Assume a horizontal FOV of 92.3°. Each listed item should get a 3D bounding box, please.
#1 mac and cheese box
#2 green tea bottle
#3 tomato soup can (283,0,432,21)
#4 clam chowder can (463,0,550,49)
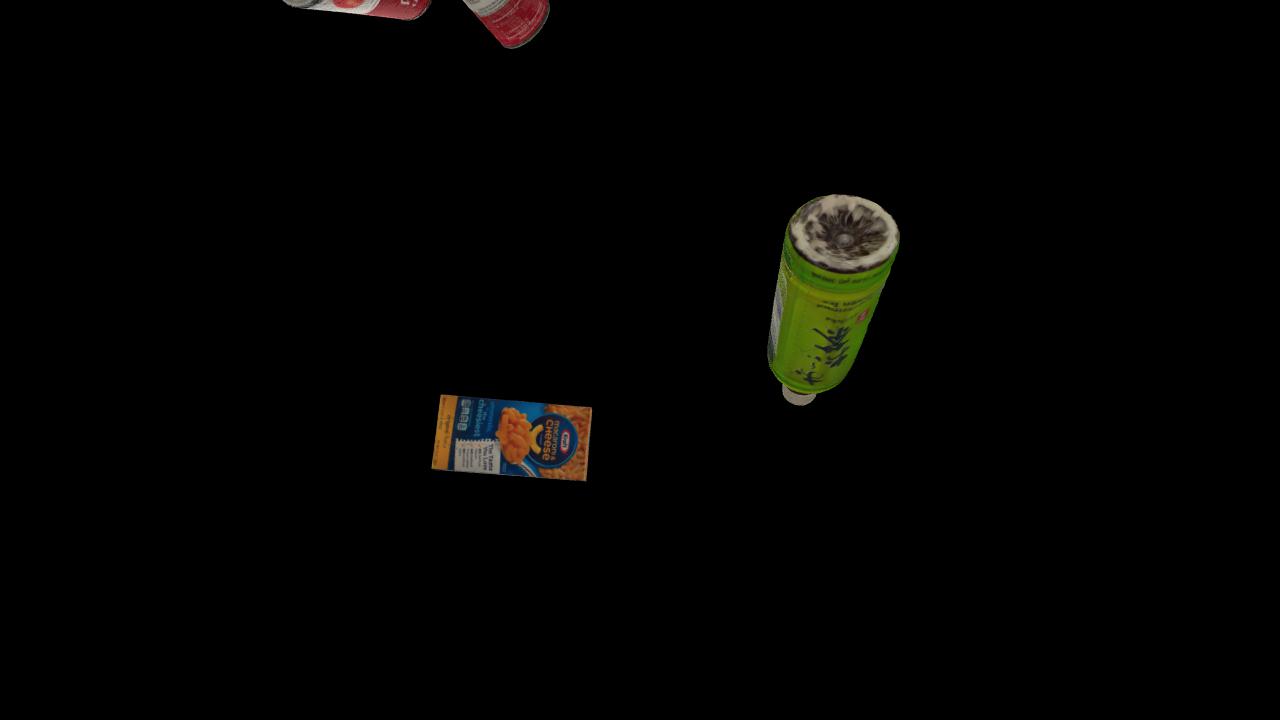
[{"bbox_3d":[-0.154,0.096,0.755,0.184,0.093,0.041,4,-13,-3],"label":"mac and cheese box"},{"bbox_3d":[0.134,-0.027,0.467,0.073,0.073,0.212,0,-30,5],"label":"green tea bottle"},{"bbox_3d":[-0.207,-0.284,0.438,0.068,0.068,0.101,0,22,28],"label":"tomato soup can"},{"bbox_3d":[-0.147,-0.374,0.611,0.068,0.068,0.102,0,-18,30],"label":"clam chowder can"}]
